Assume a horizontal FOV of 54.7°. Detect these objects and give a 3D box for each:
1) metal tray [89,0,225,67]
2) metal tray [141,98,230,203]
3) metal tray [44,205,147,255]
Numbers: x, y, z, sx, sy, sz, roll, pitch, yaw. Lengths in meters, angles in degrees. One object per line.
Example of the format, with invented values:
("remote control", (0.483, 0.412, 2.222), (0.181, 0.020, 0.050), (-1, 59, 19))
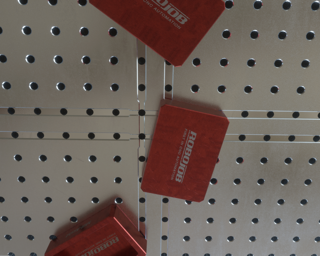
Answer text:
("metal tray", (-0.003, -0.145, 0.357), (0.130, 0.030, 0.090), (35, 106, -12))
("metal tray", (0.031, 0.033, 0.423), (0.091, 0.030, 0.129), (12, 110, -5))
("metal tray", (-0.097, 0.187, 0.478), (0.130, 0.030, 0.090), (-32, 107, 11))
